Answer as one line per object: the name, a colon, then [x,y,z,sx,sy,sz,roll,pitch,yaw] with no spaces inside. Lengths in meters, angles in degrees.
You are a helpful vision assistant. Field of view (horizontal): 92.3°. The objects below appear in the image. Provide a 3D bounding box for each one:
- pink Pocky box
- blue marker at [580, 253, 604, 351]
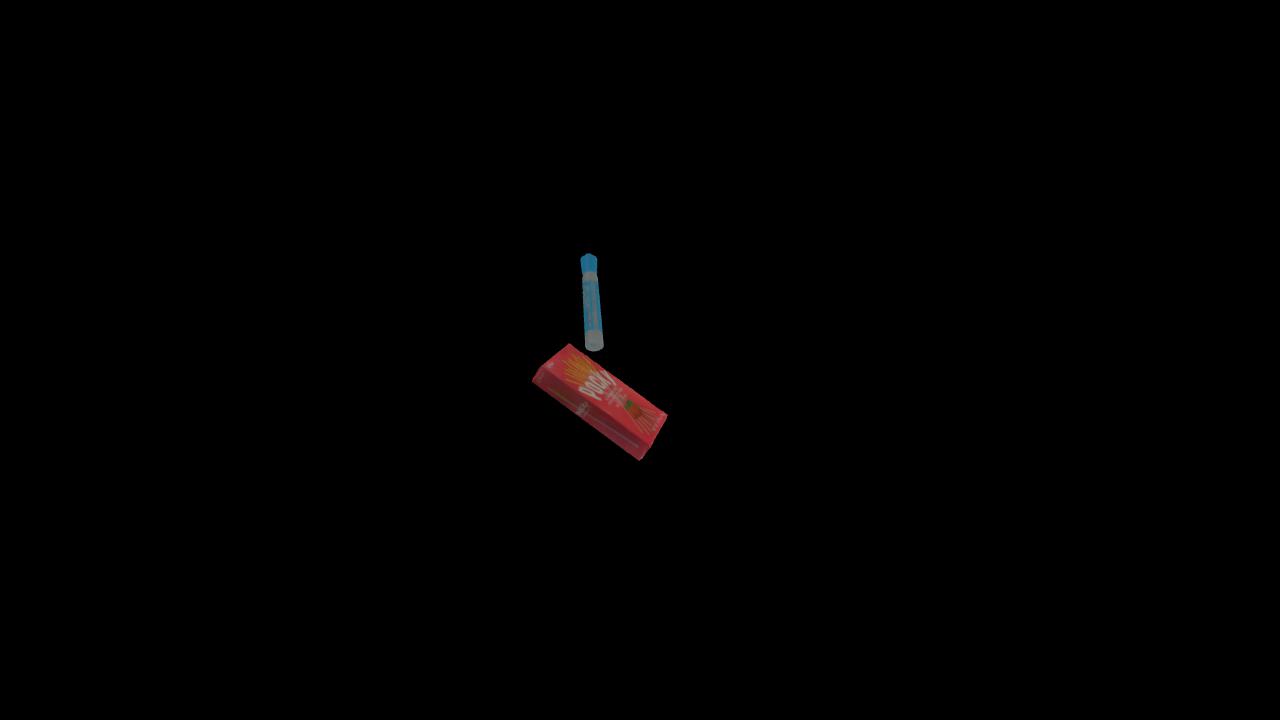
pink Pocky box: [-0.044,0.046,0.724,0.155,0.029,0.084,36,26,2]
blue marker: [-0.051,-0.064,0.648,0.020,0.121,0.020,-5,-32,-3]
